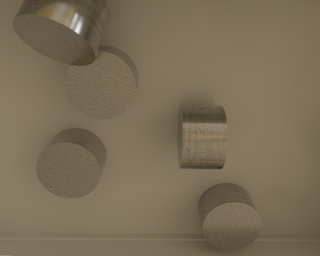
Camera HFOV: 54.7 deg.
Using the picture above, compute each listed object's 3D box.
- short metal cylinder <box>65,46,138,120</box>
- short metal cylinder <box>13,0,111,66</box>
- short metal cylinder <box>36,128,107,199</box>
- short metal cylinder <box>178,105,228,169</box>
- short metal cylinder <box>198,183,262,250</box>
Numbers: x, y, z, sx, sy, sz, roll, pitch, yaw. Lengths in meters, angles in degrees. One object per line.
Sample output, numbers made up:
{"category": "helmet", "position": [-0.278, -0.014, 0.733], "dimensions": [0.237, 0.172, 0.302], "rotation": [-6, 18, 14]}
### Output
{"category": "short metal cylinder", "position": [-0.068, -0.056, 0.376], "dimensions": [0.081, 0.050, 0.079], "rotation": [0, 110, -1]}
{"category": "short metal cylinder", "position": [-0.095, -0.105, 0.309], "dimensions": [0.080, 0.080, 0.050], "rotation": [18, 72, -7]}
{"category": "short metal cylinder", "position": [-0.115, 0.046, 0.413], "dimensions": [0.081, 0.050, 0.079], "rotation": [0, 110, -1]}
{"category": "short metal cylinder", "position": [0.050, 0.011, 0.387], "dimensions": [0.050, 0.080, 0.079], "rotation": [1, 110, -1]}
{"category": "short metal cylinder", "position": [0.098, 0.127, 0.446], "dimensions": [0.081, 0.050, 0.079], "rotation": [0, 110, -1]}
